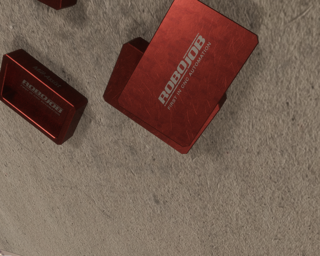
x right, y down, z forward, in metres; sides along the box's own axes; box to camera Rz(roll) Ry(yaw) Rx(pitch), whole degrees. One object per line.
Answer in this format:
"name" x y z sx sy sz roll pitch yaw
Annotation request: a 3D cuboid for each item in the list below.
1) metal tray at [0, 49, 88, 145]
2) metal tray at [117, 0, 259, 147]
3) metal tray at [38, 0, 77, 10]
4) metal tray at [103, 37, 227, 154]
"metal tray" -0.181 -0.045 0.468 0.130 0.030 0.089 37 129 2
"metal tray" 0.027 -0.057 0.320 0.090 0.030 0.129 33 104 5
"metal tray" -0.130 -0.211 0.339 0.090 0.030 0.129 29 128 9
"metal tray" 0.002 -0.038 0.378 0.130 0.030 0.089 35 129 5
